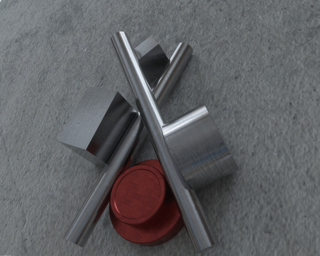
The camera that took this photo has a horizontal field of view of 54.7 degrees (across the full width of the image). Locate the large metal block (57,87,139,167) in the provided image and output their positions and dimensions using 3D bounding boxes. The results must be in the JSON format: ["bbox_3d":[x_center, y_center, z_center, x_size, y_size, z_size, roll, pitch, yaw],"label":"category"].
[{"bbox_3d":[-0.071,0.004,0.403,0.050,0.080,0.080,12,68,33],"label":"large metal block"}]

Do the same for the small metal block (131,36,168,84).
[{"bbox_3d":[-0.017,-0.097,0.456,0.050,0.050,0.025,-38,51,2],"label":"small metal block"}]

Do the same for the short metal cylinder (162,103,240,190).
[{"bbox_3d":[0.044,0.020,0.334,0.050,0.080,0.080,-28,52,10],"label":"short metal cylinder"}]

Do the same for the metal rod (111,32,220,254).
[{"bbox_3d":[-0.006,-0.006,0.367,0.025,0.025,0.299,-29,61,10],"label":"metal rod"}]

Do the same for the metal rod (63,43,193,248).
[{"bbox_3d":[-0.028,0.004,0.397,0.025,0.025,0.300,12,62,33],"label":"metal rod"}]

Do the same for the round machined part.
[{"bbox_3d":[-0.017,0.081,0.353,0.098,0.042,0.098,-13,56,20],"label":"round machined part"}]
